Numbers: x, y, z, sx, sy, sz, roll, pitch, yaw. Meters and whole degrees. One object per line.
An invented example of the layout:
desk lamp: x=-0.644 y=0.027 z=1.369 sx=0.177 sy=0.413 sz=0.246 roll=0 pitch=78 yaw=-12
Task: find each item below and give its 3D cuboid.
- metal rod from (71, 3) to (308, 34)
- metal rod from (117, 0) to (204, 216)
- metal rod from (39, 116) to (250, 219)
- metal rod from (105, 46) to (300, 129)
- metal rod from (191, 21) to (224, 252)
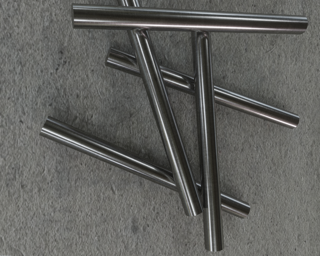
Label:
metal rod: x=0.051 y=-0.128 z=0.372 sx=0.303 sy=0.025 sz=0.025 roll=-5 pitch=92 yaw=-20
metal rod: x=0.000 y=-0.034 z=0.381 sx=0.025 sy=0.025 sz=0.298 roll=-20 pitch=97 yaw=-19
metal rod: x=-0.006 y=0.059 z=0.406 sx=0.301 sy=0.025 sz=0.025 roll=26 pitch=82 yaw=-18
metal rod: x=0.072 y=-0.050 z=0.435 sx=0.302 sy=0.025 sz=0.025 roll=16 pitch=85 yaw=-19
metal rod: x=0.062 y=0.008 z=0.403 sx=0.025 sy=0.025 sz=0.298 roll=-4 pitch=91 yaw=-20
